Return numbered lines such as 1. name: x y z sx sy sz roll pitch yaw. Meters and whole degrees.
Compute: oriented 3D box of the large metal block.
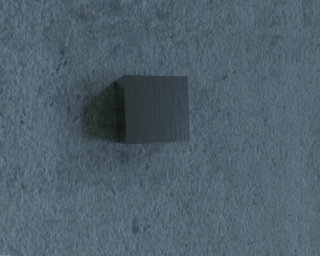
1. large metal block: -0.011 -0.022 0.392 0.081 0.050 0.080 -2 91 -20
